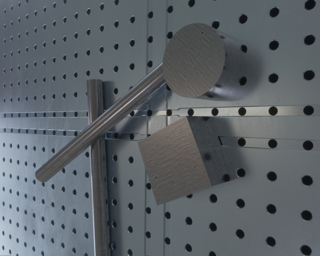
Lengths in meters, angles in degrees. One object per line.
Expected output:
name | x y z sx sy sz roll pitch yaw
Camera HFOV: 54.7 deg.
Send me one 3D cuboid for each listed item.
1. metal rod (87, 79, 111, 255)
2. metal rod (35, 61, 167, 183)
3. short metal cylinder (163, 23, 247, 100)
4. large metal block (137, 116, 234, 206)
metal rod | -0.096 0.073 0.488 0.025 0.025 0.298 -5 87 40
metal rod | -0.087 -0.002 0.454 0.299 0.025 0.025 -37 67 24
short metal cylinder | 0.050 -0.072 0.352 0.080 0.050 0.079 0 90 40
large metal block | 0.029 0.039 0.369 0.080 0.050 0.080 -29 72 36
